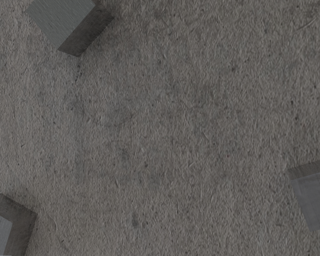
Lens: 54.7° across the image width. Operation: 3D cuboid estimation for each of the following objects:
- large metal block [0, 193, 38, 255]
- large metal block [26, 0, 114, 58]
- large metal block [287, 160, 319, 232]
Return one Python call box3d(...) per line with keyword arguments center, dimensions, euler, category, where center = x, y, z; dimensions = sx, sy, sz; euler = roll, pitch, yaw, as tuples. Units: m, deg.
box3d(center=(-0.251, 0.160, 0.484), dimensions=(0.080, 0.050, 0.080), euler=(21, 97, 18), category="large metal block")
box3d(center=(-0.127, -0.162, 0.441), dimensions=(0.080, 0.050, 0.080), euler=(-43, 77, 15), category="large metal block")
box3d(center=(0.181, 0.060, 0.316), dimensions=(0.080, 0.080, 0.050), euler=(-21, 83, 19), category="large metal block")
